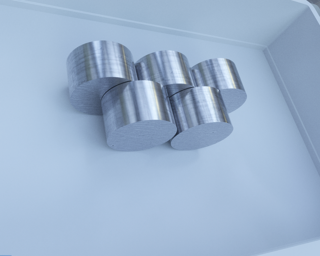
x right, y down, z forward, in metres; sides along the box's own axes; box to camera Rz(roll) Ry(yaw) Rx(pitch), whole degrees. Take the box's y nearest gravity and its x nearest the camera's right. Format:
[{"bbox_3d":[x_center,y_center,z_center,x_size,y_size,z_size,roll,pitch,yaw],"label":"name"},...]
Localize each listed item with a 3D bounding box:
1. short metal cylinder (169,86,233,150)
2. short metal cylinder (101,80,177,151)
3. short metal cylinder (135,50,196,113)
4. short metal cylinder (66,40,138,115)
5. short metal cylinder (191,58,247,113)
[{"bbox_3d":[0.048,-0.010,0.400,0.081,0.080,0.050,1,62,-28],"label":"short metal cylinder"},{"bbox_3d":[-0.025,-0.012,0.362,0.081,0.080,0.050,1,62,-28],"label":"short metal cylinder"},{"bbox_3d":[0.005,-0.055,0.404,0.081,0.080,0.050,1,62,-28],"label":"short metal cylinder"},{"bbox_3d":[-0.067,-0.057,0.367,0.081,0.080,0.050,1,62,-28],"label":"short metal cylinder"},{"bbox_3d":[0.077,-0.054,0.442,0.081,0.080,0.050,2,61,-28],"label":"short metal cylinder"}]
